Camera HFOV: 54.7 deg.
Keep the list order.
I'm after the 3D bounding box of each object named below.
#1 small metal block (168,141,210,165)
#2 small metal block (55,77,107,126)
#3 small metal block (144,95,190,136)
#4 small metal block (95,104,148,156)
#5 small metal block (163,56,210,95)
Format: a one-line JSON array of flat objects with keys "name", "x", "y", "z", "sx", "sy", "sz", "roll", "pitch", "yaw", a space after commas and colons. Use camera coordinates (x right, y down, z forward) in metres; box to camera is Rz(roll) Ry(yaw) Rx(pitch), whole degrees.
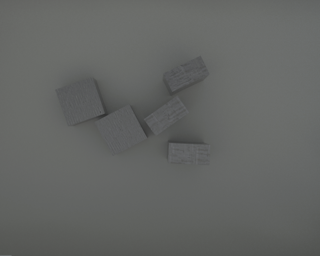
[{"name": "small metal block", "x": 0.035, "y": 0.031, "z": 0.399, "sx": 0.050, "sy": 0.050, "sz": 0.025, "roll": 3, "pitch": 90, "yaw": -1}, {"name": "small metal block", "x": -0.103, "y": -0.034, "z": 0.410, "sx": 0.050, "sy": 0.025, "sz": 0.050, "roll": -19, "pitch": 90, "yaw": -1}, {"name": "small metal block", "x": 0.008, "y": -0.015, "z": 0.399, "sx": 0.050, "sy": 0.050, "sz": 0.025, "roll": -35, "pitch": 90, "yaw": 0}, {"name": "small metal block", "x": -0.050, "y": 0.003, "z": 0.411, "sx": 0.050, "sy": 0.025, "sz": 0.050, "roll": -28, "pitch": 90, "yaw": -1}, {"name": "small metal block", "x": 0.032, "y": -0.066, "z": 0.399, "sx": 0.050, "sy": 0.050, "sz": 0.025, "roll": -26, "pitch": 90, "yaw": 0}]
